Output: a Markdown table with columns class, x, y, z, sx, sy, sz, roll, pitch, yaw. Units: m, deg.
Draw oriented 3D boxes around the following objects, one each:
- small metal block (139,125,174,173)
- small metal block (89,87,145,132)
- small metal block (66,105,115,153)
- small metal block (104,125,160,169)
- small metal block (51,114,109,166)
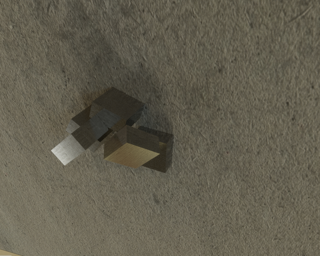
| class | x | y | z | sx | sy | sz | roll | pitch | yaw |
| --- | --- | --- | --- | --- | --- | --- | --- | --- | --- |
| small metal block | -0.010 | 0.029 | 0.430 | 0.050 | 0.025 | 0.050 | 15 | 125 | 19 |
| small metal block | -0.055 | -0.024 | 0.405 | 0.050 | 0.050 | 0.025 | 28 | 128 | 10 |
| small metal block | -0.095 | -0.001 | 0.440 | 0.050 | 0.050 | 0.025 | 39 | 129 | 2 |
| small metal block | -0.036 | 0.025 | 0.393 | 0.050 | 0.025 | 0.050 | 22 | 139 | -35 |
| small metal block | -0.099 | 0.015 | 0.387 | 0.050 | 0.050 | 0.025 | -33 | 100 | 38 |
